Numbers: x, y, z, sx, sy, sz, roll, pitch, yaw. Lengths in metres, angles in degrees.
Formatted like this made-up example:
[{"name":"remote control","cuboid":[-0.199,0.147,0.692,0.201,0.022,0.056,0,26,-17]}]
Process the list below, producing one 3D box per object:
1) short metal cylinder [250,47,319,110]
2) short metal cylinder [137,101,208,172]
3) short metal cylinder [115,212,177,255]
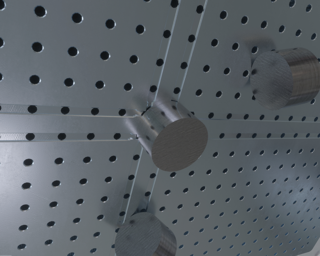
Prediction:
[{"name":"short metal cylinder","cuboid":[0.171,-0.068,0.427,0.050,0.080,0.079,-13,124,-22]},{"name":"short metal cylinder","cuboid":[0.016,0.011,0.410,0.081,0.050,0.079,-14,124,-21]},{"name":"short metal cylinder","cuboid":[-0.021,0.177,0.473,0.080,0.080,0.050,-39,129,-2]}]
